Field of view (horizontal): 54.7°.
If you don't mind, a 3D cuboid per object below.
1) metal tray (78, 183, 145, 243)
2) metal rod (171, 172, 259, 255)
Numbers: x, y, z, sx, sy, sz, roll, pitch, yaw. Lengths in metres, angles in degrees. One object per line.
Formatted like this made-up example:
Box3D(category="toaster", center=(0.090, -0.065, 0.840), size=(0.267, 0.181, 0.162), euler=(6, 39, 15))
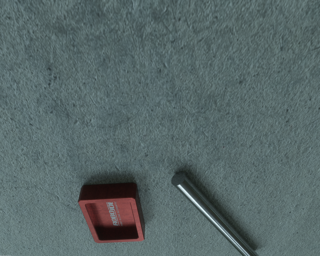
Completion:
Box3D(category="metal tray", center=(-0.078, 0.148, 0.528), size=(0.091, 0.030, 0.129), euler=(-4, 130, 3))
Box3D(category="metal rod", center=(0.110, 0.172, 0.554), size=(0.025, 0.025, 0.300), euler=(-27, 126, 21))
